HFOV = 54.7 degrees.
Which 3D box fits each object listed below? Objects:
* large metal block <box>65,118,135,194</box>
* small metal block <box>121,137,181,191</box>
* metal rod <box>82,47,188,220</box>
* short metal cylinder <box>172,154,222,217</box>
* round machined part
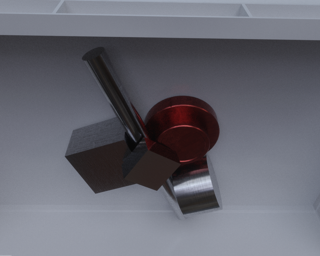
[{"bbox_3d":[-0.066,0.037,0.418,0.080,0.050,0.080,-16,129,12],"label":"large metal block"},{"bbox_3d":[-0.011,0.045,0.382,0.050,0.025,0.050,26,114,-30],"label":"small metal block"},{"bbox_3d":[-0.015,0.031,0.405,0.025,0.025,0.299,-16,129,13],"label":"metal rod"},{"bbox_3d":[0.053,0.082,0.442,0.050,0.080,0.080,-16,129,13],"label":"short metal cylinder"},{"bbox_3d":[0.028,0.010,0.404,0.099,0.042,0.097,-1,130,0],"label":"round machined part"}]
